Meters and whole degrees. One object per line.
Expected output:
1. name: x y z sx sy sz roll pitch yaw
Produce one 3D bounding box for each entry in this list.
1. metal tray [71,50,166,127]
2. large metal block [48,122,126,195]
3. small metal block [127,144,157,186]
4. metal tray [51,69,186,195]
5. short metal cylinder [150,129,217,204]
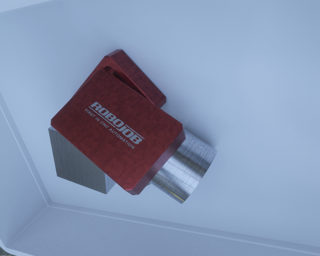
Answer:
1. metal tray: -0.065 -0.030 0.417 0.090 0.030 0.129 47 129 -5
2. large metal block: -0.095 0.032 0.417 0.080 0.050 0.079 15 125 19
3. small metal block: -0.017 0.051 0.446 0.050 0.025 0.050 -32 101 38
4. metal tray: -0.048 0.001 0.352 0.130 0.090 0.030 36 168 22
5. short metal cylinder: 0.027 0.046 0.385 0.050 0.080 0.079 34 129 5
